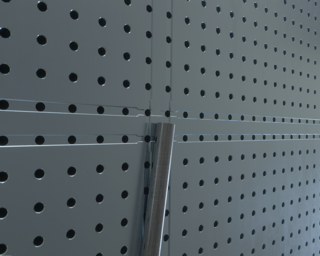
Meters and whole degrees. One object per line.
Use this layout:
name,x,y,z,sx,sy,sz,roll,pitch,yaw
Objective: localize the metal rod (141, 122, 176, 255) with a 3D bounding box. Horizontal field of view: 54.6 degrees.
metal rod,-0.010,0.142,0.400,0.025,0.025,0.299,12,83,-39
